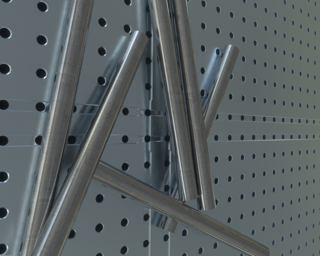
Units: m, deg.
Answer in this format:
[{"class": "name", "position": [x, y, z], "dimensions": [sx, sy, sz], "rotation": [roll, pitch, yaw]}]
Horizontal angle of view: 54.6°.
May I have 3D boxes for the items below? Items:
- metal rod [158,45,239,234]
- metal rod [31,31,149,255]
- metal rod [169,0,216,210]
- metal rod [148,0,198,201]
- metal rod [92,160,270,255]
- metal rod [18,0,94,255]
[{"class": "metal rod", "position": [0.063, 0.005, 0.460], "dimensions": [0.025, 0.025, 0.300], "rotation": [35, 69, -35]}, {"class": "metal rod", "position": [-0.071, 0.018, 0.329], "dimensions": [0.025, 0.025, 0.300], "rotation": [36, 62, -34]}, {"class": "metal rod", "position": [0.043, -0.040, 0.423], "dimensions": [0.025, 0.025, 0.298], "rotation": [-7, 88, -40]}, {"class": "metal rod", "position": [0.015, -0.055, 0.404], "dimensions": [0.025, 0.025, 0.298], "rotation": [-10, 92, -39]}, {"class": "metal rod", "position": [0.038, 0.115, 0.404], "dimensions": [0.301, 0.025, 0.025], "rotation": [32, 70, -24]}, {"class": "metal rod", "position": [-0.107, 0.006, 0.318], "dimensions": [0.025, 0.025, 0.299], "rotation": [15, 81, -39]}]
